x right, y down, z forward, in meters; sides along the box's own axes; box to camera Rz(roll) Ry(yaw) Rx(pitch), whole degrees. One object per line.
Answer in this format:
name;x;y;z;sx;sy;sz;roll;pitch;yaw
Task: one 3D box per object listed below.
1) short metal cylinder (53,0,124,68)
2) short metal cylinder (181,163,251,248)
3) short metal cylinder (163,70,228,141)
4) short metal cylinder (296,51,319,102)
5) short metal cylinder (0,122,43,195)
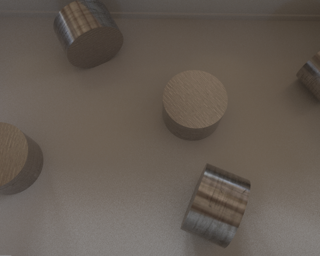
short metal cylinder;-0.098;-0.128;0.426;0.080;0.080;0.050;-26;72;-9
short metal cylinder;0.062;0.086;0.349;0.050;0.080;0.080;22;72;8
short metal cylinder;0.044;-0.029;0.407;0.081;0.050;0.080;0;70;0
short metal cylinder;0.231;-0.077;0.410;0.080;0.080;0.050;-32;73;-11
short metal cylinder;-0.193;0.039;0.381;0.081;0.050;0.080;0;70;0
